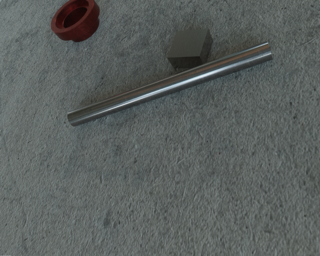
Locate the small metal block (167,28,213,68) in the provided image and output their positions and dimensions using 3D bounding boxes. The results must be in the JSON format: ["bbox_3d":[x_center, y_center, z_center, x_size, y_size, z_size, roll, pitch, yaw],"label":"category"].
[{"bbox_3d":[0.044,-0.115,0.450,0.050,0.025,0.050,5,64,30],"label":"small metal block"}]

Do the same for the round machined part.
[{"bbox_3d":[-0.158,-0.206,0.600,0.098,0.042,0.098,-13,56,20],"label":"round machined part"}]

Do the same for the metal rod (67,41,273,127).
[{"bbox_3d":[0.001,-0.056,0.436,0.301,0.025,0.025,-17,55,18],"label":"metal rod"}]
